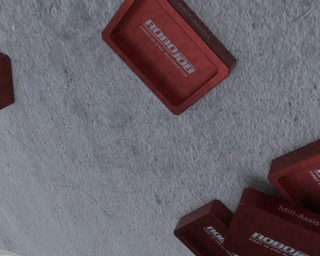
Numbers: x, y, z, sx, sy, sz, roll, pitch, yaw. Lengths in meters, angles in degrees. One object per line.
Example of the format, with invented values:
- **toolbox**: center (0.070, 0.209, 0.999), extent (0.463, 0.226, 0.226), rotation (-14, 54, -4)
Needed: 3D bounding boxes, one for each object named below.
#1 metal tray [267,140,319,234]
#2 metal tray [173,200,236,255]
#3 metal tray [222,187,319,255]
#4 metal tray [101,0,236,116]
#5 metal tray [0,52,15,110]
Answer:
- **metal tray**: center (0.197, 0.077, 0.346), extent (0.130, 0.030, 0.090), rotation (49, 129, -7)
- **metal tray**: center (0.096, 0.176, 0.461), extent (0.130, 0.030, 0.090), rotation (45, 129, -3)
- **metal tray**: center (0.149, 0.134, 0.368), extent (0.130, 0.030, 0.089), rotation (20, 126, 16)
- **metal tray**: center (0.008, -0.088, 0.344), extent (0.130, 0.030, 0.090), rotation (47, 129, -5)
- **metal tray**: center (-0.303, -0.093, 0.506), extent (0.130, 0.030, 0.089), rotation (24, 127, 13)
